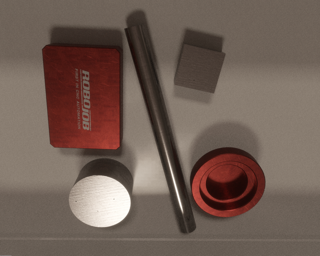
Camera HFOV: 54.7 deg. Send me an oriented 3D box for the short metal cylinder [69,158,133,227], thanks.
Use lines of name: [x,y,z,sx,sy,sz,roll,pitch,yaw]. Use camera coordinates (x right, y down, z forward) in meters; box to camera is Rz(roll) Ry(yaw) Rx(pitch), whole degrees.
short metal cylinder: [-0.079,0.089,0.430,0.081,0.050,0.079,0,110,-1]

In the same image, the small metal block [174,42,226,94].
small metal block: [0.048,-0.075,0.385,0.050,0.025,0.050,12,110,-5]

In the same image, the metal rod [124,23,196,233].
metal rod: [0.006,0.015,0.416,0.025,0.025,0.298,-13,110,4]

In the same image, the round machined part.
round machined part: [0.091,0.071,0.430,0.099,0.042,0.097,0,110,-1]

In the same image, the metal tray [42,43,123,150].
metal tray: [-0.094,-0.038,0.393,0.091,0.030,0.129,2,110,-2]
